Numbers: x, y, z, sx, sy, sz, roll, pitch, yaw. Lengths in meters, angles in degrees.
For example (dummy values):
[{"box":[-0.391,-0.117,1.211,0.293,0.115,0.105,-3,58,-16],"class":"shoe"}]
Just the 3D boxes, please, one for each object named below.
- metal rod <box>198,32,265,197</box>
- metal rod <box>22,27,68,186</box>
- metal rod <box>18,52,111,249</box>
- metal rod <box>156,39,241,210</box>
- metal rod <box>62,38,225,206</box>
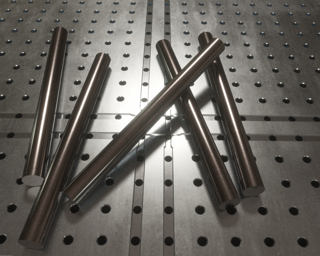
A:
[{"box":[0.092,-0.043,0.444,0.025,0.025,0.300,-4,50,-4],"class":"metal rod"},{"box":[-0.160,-0.054,0.450,0.025,0.025,0.300,-4,50,-4],"class":"metal rod"},{"box":[-0.110,0.002,0.404,0.025,0.025,0.300,6,50,4],"class":"metal rod"},{"box":[0.041,-0.028,0.431,0.025,0.025,0.300,-10,51,-9],"class":"metal rod"},{"box":[-0.006,-0.023,0.403,0.025,0.025,0.301,31,64,23],"class":"metal rod"}]
